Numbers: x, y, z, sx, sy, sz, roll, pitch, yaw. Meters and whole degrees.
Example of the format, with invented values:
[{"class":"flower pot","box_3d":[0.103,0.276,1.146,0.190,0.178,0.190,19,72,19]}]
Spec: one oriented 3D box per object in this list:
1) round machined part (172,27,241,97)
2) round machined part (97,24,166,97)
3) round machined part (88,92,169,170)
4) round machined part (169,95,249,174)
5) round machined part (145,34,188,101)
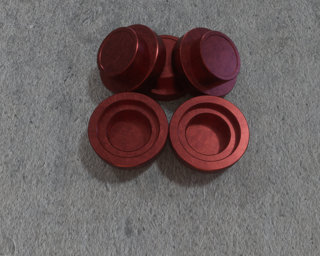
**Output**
[{"class":"round machined part","box_3d":[0.068,-0.088,0.410,0.099,0.042,0.098,8,74,-30]},{"class":"round machined part","box_3d":[-0.044,-0.093,0.408,0.098,0.042,0.098,-10,71,31]},{"class":"round machined part","box_3d":[-0.039,0.006,0.397,0.099,0.042,0.098,0,70,-1]},{"class":"round machined part","box_3d":[0.060,0.011,0.397,0.099,0.042,0.098,0,70,-1]},{"class":"round machined part","box_3d":[0.007,-0.090,0.433,0.099,0.042,0.098,0,70,-1]}]
